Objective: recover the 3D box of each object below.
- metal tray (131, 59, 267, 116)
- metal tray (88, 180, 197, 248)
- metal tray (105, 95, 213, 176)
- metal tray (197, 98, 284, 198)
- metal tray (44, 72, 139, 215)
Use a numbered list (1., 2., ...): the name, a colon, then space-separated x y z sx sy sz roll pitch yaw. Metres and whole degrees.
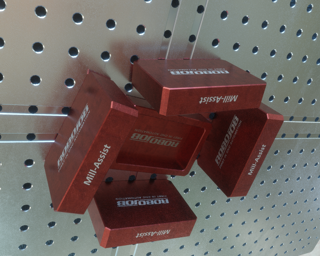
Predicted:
1. metal tray: 0.043 -0.051 0.360 0.131 0.090 0.030 -6 121 -25
2. metal tray: -0.027 0.111 0.423 0.131 0.090 0.030 4 117 -30
3. metal tray: -0.002 0.015 0.414 0.131 0.030 0.089 12 112 -34
4. metal tray: 0.107 0.021 0.439 0.030 0.090 0.129 4 116 -31
5. metal tray: -0.080 0.015 0.334 0.030 0.090 0.129 20 108 -35
